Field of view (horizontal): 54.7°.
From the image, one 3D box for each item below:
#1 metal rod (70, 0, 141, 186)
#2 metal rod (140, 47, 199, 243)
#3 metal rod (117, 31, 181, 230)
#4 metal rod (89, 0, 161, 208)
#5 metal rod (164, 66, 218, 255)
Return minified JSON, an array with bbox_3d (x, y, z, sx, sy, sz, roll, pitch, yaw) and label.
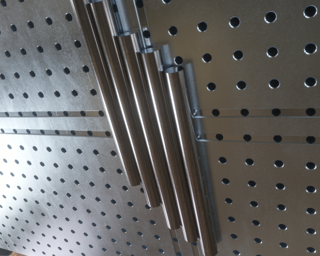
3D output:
[{"bbox_3d":[-0.068,-0.048,0.415,0.025,0.025,0.298,1,119,27],"label":"metal rod"},{"bbox_3d":[0.020,0.040,0.424,0.025,0.025,0.298,1,119,27],"label":"metal rod"},{"bbox_3d":[-0.007,0.021,0.425,0.025,0.025,0.298,1,119,27],"label":"metal rod"},{"bbox_3d":[-0.038,-0.015,0.419,0.025,0.025,0.298,1,119,27],"label":"metal rod"},{"bbox_3d":[0.048,0.063,0.423,0.025,0.025,0.298,1,119,27],"label":"metal rod"}]
